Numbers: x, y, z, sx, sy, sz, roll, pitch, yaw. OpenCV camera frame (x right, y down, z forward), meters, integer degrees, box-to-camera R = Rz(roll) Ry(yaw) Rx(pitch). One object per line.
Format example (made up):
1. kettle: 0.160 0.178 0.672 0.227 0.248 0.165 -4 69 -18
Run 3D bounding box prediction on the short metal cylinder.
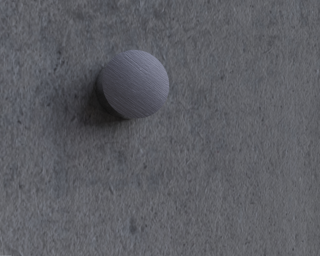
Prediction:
1. short metal cylinder: -0.035 -0.051 0.383 0.081 0.050 0.079 0 90 -21
